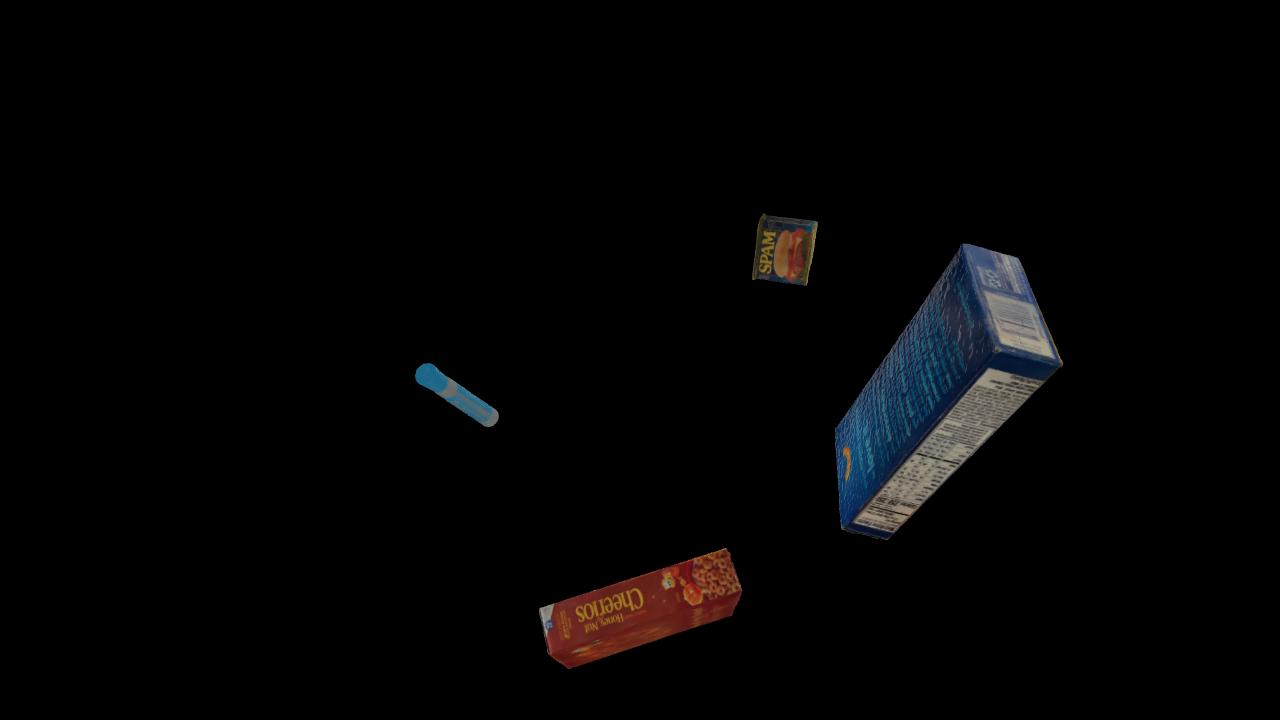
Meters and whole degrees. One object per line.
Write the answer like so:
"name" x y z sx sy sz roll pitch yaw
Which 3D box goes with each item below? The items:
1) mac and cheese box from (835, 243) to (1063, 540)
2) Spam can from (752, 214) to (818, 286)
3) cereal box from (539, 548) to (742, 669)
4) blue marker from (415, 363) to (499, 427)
"mac and cheese box" 0.180 0.029 0.393 0.041 0.093 0.184 13 -44 -1
"Spam can" 0.225 -0.170 0.954 0.085 0.101 0.058 11 33 16
"cereal box" 0.004 0.408 0.999 0.306 0.081 0.203 -15 -32 -6
"blue marker" -0.159 0.032 0.539 0.020 0.020 0.121 0 -23 15
